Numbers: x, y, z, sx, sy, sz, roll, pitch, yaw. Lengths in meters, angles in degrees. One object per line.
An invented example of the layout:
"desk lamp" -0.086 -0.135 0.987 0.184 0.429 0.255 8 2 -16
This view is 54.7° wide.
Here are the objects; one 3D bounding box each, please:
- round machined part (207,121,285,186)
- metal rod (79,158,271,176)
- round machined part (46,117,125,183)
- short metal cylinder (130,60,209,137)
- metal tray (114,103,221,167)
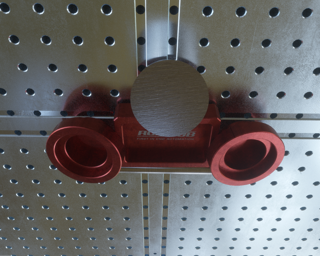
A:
"round machined part" 0.110 0.029 0.415 0.099 0.042 0.097 -5 129 -6
"metal rod" 0.010 0.055 0.453 0.302 0.025 0.025 1 130 -2
"round machined part" -0.094 0.025 0.409 0.099 0.042 0.097 5 128 6
"short metal cylinder" 0.010 -0.035 0.341 0.081 0.050 0.079 0 104 0
"metal tray" 0.008 0.012 0.413 0.131 0.030 0.089 0 131 -1
